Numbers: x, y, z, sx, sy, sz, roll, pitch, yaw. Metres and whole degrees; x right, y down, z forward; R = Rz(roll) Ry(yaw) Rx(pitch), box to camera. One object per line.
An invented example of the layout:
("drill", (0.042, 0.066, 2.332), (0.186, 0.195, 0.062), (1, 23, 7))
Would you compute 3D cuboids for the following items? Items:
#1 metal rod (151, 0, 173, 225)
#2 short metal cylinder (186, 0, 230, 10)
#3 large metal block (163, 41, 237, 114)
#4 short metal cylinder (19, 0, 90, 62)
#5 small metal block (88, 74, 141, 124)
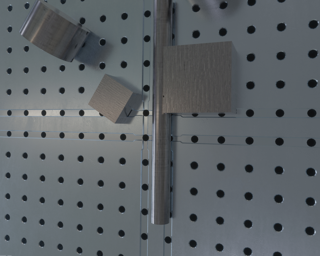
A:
("metal rod", (0.002, -0.024, 0.411), (0.025, 0.025, 0.298), (1, 90, 20))
("short metal cylinder", (0.057, -0.194, 0.379), (0.080, 0.050, 0.079), (0, 90, 20))
("large metal block", (0.050, -0.058, 0.382), (0.080, 0.050, 0.079), (0, 90, 20))
("short metal cylinder", (-0.146, -0.136, 0.435), (0.080, 0.080, 0.050), (38, 102, 16))
("small metal block", (-0.064, -0.041, 0.435), (0.050, 0.025, 0.050), (35, 101, 16))
